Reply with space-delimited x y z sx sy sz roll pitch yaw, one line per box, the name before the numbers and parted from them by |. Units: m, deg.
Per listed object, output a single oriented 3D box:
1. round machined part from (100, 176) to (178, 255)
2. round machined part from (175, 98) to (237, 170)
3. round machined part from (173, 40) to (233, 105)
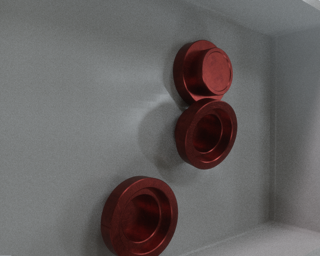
round machined part | -0.028 0.106 0.372 0.099 0.042 0.097 0 90 -40
round machined part | 0.060 0.006 0.436 0.099 0.042 0.097 -13 111 -34
round machined part | 0.069 -0.080 0.453 0.099 0.042 0.097 0 90 -40
